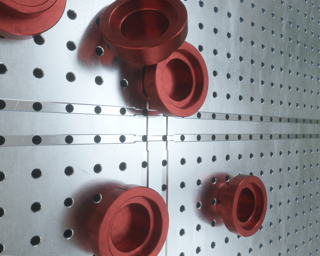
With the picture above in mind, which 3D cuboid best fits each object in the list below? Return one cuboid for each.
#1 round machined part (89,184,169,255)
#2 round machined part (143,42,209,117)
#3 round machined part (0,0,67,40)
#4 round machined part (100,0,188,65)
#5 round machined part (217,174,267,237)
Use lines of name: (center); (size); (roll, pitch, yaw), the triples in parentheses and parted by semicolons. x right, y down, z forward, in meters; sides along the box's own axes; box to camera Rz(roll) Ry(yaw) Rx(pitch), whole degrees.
round machined part: (-0.040, 0.115, 0.367); (0.099, 0.042, 0.097); (0, 90, -40)
round machined part: (0.017, -0.063, 0.413); (0.099, 0.042, 0.097); (-2, 93, -42)
round machined part: (-0.133, -0.136, 0.287); (0.099, 0.042, 0.097); (0, 90, -40)
round machined part: (-0.017, -0.112, 0.362); (0.098, 0.098, 0.042); (-57, 158, -25)
round machined part: (0.132, 0.125, 0.512); (0.099, 0.042, 0.097); (0, 90, -40)
